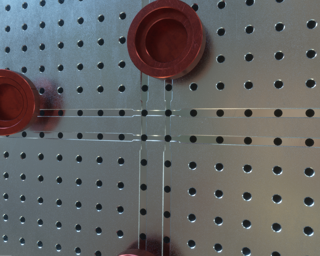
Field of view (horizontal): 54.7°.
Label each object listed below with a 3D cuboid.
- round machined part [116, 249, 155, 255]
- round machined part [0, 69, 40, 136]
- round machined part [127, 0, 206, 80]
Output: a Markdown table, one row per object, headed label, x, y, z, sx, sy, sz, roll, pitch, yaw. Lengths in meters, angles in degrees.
| label | x | y | z | sx | sy | sz | roll | pitch | yaw |
| --- | --- | --- | --- | --- | --- | --- | --- | --- | --- |
| round machined part | -0.027 | 0.209 | 0.412 | 0.098 | 0.042 | 0.097 | 0 | 90 | 19 |
| round machined part | -0.232 | -0.039 | 0.473 | 0.099 | 0.042 | 0.097 | 0 | 96 | 0 |
| round machined part | 0.011 | -0.110 | 0.399 | 0.098 | 0.042 | 0.097 | 0 | 90 | 19 |
